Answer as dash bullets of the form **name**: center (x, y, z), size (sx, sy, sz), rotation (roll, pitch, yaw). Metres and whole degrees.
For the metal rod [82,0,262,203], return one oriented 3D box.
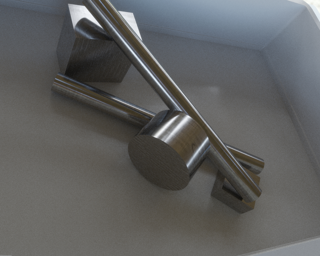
- **metal rod**: center (0.020, -0.030, 0.360), size (0.300, 0.025, 0.025), rotation (50, 50, -9)

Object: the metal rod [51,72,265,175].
- **metal rod**: center (0.009, 0.000, 0.410), size (0.302, 0.025, 0.025), rotation (23, 53, -15)

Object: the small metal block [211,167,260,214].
- **small metal block**: center (0.102, 0.078, 0.413), size (0.050, 0.025, 0.050), rotation (33, 51, -7)

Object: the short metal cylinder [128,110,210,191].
- **short metal cylinder**: center (0.010, 0.026, 0.359), size (0.080, 0.080, 0.050), rotation (43, 51, 0)

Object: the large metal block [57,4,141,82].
- **large metal block**: center (-0.079, -0.102, 0.390), size (0.081, 0.080, 0.050), rotation (-4, 64, -30)
